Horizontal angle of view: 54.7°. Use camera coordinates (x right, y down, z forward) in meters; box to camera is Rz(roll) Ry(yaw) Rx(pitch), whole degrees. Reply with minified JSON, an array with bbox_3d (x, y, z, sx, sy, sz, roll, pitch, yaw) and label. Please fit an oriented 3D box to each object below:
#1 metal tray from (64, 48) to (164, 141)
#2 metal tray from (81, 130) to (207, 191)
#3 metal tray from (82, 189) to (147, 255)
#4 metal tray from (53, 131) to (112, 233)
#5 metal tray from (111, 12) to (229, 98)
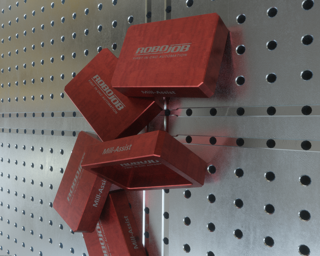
[{"bbox_3d":[-0.068,-0.043,0.438,0.090,0.030,0.130,-44,61,3],"label":"metal tray"},{"bbox_3d":[-0.021,0.046,0.380,0.130,0.090,0.030,-13,53,39],"label":"metal tray"},{"bbox_3d":[-0.072,0.168,0.463,0.090,0.030,0.130,-34,69,34],"label":"metal tray"},{"bbox_3d":[-0.111,0.078,0.466,0.090,0.030,0.129,21,91,49],"label":"metal tray"},{"bbox_3d":[0.008,-0.084,0.372,0.130,0.030,0.090,5,73,35],"label":"metal tray"}]
